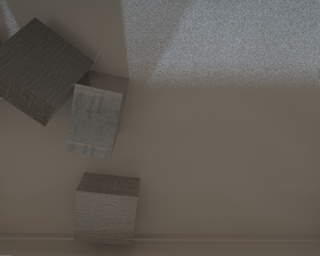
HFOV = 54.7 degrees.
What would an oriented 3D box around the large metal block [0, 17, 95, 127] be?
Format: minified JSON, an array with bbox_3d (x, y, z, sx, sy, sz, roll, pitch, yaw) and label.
[{"bbox_3d":[-0.136,-0.063,0.350,0.080,0.080,0.050,37,143,-12],"label":"large metal block"}]

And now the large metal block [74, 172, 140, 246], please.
[{"bbox_3d":[-0.074,0.114,0.439,0.081,0.050,0.079,7,110,-3],"label":"large metal block"}]

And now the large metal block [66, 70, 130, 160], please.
[{"bbox_3d":[-0.073,-0.019,0.374,0.050,0.080,0.079,12,110,-5],"label":"large metal block"}]

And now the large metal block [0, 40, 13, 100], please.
[{"bbox_3d":[-0.229,-0.068,0.371,0.080,0.050,0.080,-15,110,5],"label":"large metal block"}]
